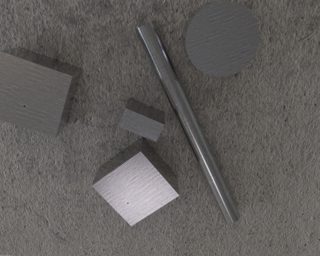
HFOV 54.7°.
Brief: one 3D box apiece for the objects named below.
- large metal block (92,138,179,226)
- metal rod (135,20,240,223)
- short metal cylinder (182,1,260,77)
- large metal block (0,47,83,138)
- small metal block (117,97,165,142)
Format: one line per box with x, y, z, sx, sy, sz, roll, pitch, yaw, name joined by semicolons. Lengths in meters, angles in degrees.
-0.031;0.072;0.423;0.080;0.050;0.080;-36;107;12;large metal block
0.044;0.005;0.412;0.025;0.025;0.299;-24;109;8;metal rod
0.068;-0.103;0.359;0.081;0.050;0.079;0;110;0;short metal cylinder
-0.150;-0.045;0.379;0.080;0.050;0.079;19;109;-7;large metal block
-0.023;-0.012;0.392;0.050;0.050;0.025;23;109;-8;small metal block
